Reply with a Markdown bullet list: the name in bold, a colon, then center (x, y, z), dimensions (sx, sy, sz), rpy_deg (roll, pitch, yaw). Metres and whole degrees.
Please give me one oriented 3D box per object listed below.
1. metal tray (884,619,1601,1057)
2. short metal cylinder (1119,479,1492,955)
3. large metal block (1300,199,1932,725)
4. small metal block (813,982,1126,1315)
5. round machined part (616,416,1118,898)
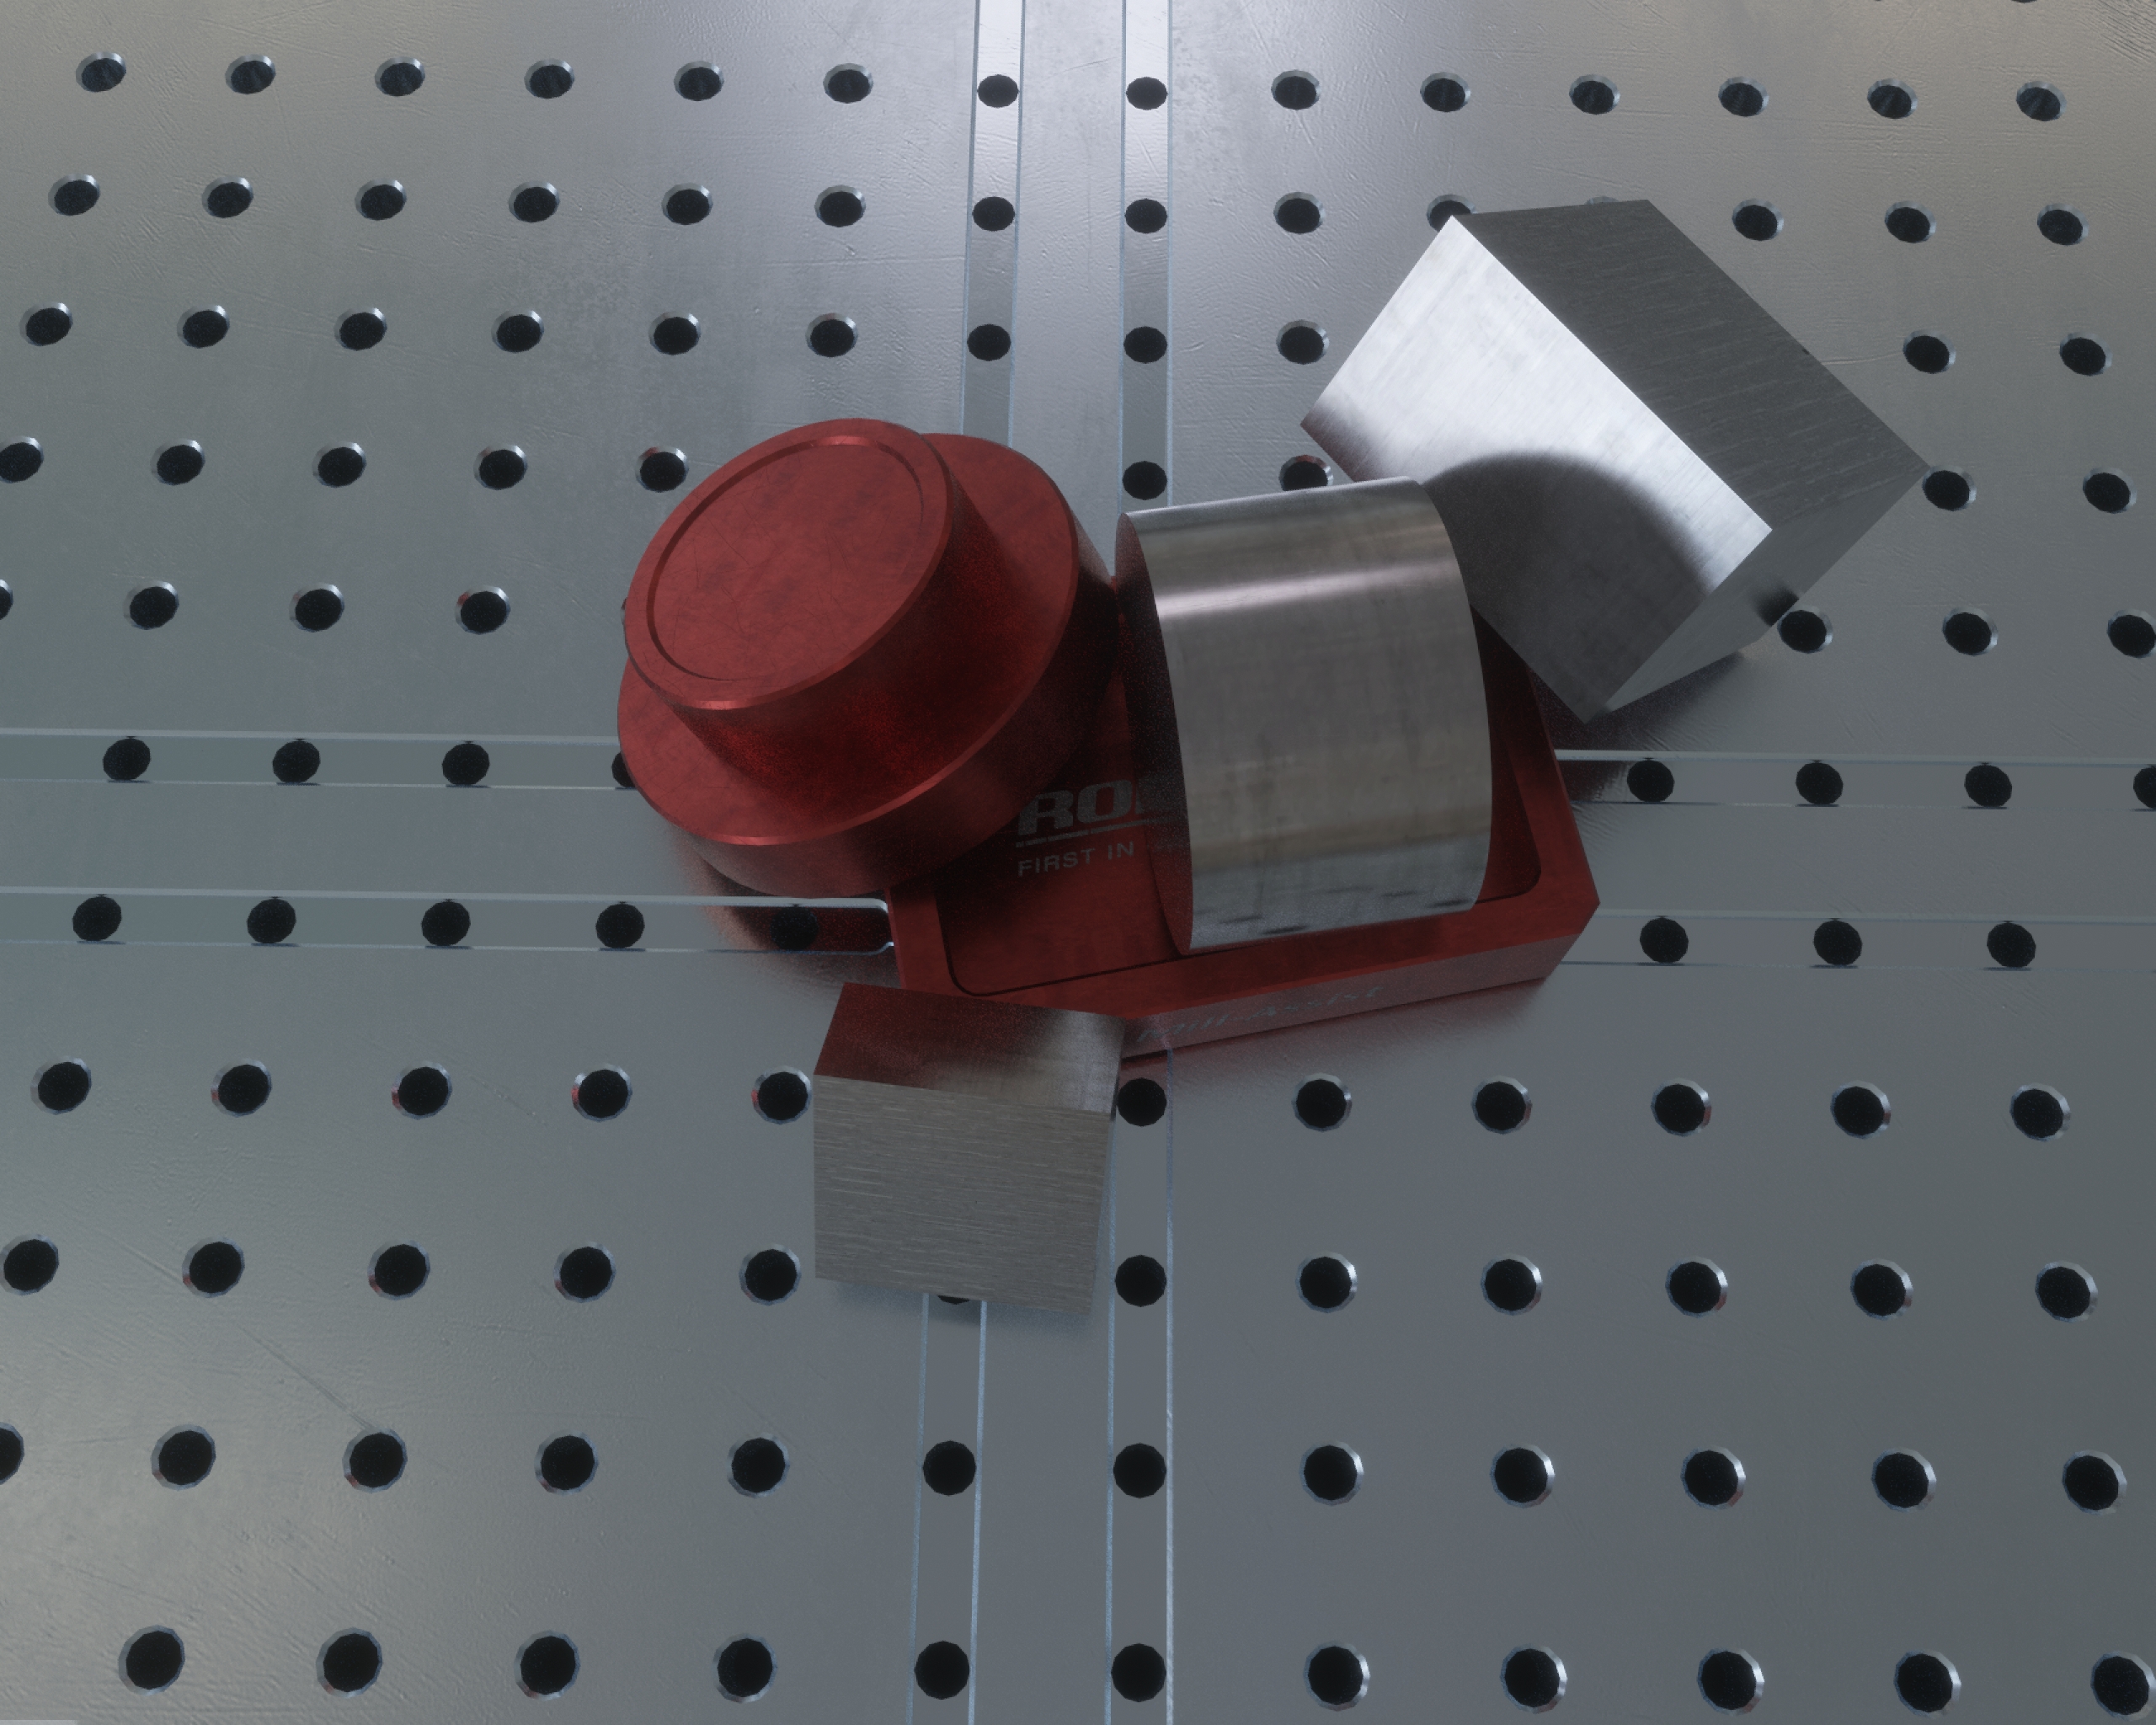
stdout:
- **metal tray**: center (0.026, -0.013, 0.411), dimensions (0.131, 0.030, 0.090), rpy_deg (-10, 70, -4)
- **short metal cylinder**: center (0.038, -0.026, 0.375), dimensions (0.050, 0.080, 0.080), rpy_deg (-8, 70, -4)
- **large metal block**: center (0.105, -0.081, 0.404), dimensions (0.081, 0.050, 0.080), rpy_deg (-23, 68, -47)
- **small metal block**: center (-0.020, 0.051, 0.373), dimensions (0.050, 0.050, 0.025), rpy_deg (7, 36, 3)
- **round machined part**: center (-0.046, -0.045, 0.395), dimensions (0.098, 0.042, 0.098), rpy_deg (-13, 53, 19)
